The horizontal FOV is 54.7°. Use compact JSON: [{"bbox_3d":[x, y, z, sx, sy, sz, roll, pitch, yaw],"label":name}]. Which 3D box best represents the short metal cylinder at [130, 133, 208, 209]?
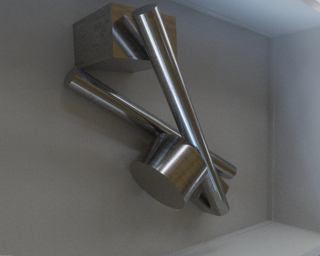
[{"bbox_3d":[0.010,0.053,0.379,0.050,0.080,0.080,-48,119,-30],"label":"short metal cylinder"}]

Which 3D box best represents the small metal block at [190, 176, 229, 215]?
[{"bbox_3d":[0.073,0.096,0.469,0.050,0.025,0.050,46,63,-31],"label":"small metal block"}]

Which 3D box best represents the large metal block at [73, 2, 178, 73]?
[{"bbox_3d":[-0.039,-0.093,0.339,0.081,0.080,0.050,-5,94,-40],"label":"large metal block"}]

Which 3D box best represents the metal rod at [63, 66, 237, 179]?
[{"bbox_3d":[0.010,0.008,0.415,0.301,0.025,0.025,31,71,-36],"label":"metal rod"}]

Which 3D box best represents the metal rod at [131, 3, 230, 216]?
[{"bbox_3d":[0.037,0.006,0.362,0.025,0.025,0.299,-48,131,-29],"label":"metal rod"}]
